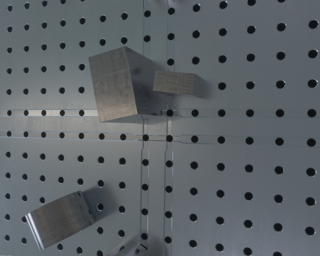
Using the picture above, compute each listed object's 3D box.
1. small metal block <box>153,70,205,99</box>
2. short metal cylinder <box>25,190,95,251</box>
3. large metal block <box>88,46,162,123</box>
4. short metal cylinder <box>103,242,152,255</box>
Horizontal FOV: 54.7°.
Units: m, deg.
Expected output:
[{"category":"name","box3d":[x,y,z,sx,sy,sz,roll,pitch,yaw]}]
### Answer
[{"category":"small metal block","box3d":[0.025,-0.054,0.391,0.050,0.050,0.025,9,93,19]},{"category":"short metal cylinder","box3d":[-0.137,0.128,0.432,0.080,0.080,0.050,-29,81,17]},{"category":"large metal block","box3d":[-0.042,-0.051,0.398,0.050,0.080,0.080,-12,86,20]},{"category":"short metal cylinder","box3d":[-0.049,0.202,0.417,0.080,0.050,0.079,0,90,20]}]
